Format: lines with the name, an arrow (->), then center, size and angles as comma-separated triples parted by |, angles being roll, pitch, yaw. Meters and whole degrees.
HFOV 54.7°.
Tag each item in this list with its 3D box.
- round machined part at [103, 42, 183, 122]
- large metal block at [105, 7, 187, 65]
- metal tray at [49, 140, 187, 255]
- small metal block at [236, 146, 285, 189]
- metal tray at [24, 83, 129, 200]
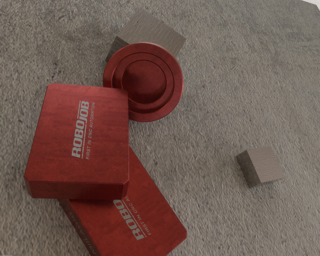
round machined part -> -0.020, -0.060, 0.395 | 0.098, 0.098, 0.042 | 33, 18, -8
large metal block -> -0.019, -0.114, 0.449 | 0.080, 0.050, 0.080 | 33, 51, -7
metal tray -> -0.043, 0.085, 0.327 | 0.091, 0.030, 0.130 | -27, 77, -37
small metal block -> 0.146, 0.056, 0.450 | 0.050, 0.025, 0.050 | -5, 64, -31
metal tray -> -0.079, 0.009, 0.324 | 0.091, 0.030, 0.130 | 4, 48, -10
